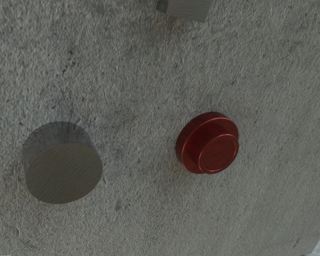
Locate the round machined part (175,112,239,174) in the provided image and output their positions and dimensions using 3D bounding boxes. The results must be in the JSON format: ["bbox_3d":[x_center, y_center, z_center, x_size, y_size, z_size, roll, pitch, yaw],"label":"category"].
[{"bbox_3d":[0.076,0.029,0.455,0.099,0.042,0.097,-14,124,-21],"label":"round machined part"}]

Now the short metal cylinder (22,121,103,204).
[{"bbox_3d":[-0.112,0.039,0.354,0.081,0.050,0.079,-14,124,-21],"label":"short metal cylinder"}]

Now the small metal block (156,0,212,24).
[{"bbox_3d":[0.029,-0.145,0.333,0.050,0.025,0.050,2,117,-30],"label":"small metal block"}]
